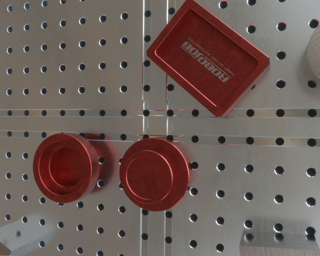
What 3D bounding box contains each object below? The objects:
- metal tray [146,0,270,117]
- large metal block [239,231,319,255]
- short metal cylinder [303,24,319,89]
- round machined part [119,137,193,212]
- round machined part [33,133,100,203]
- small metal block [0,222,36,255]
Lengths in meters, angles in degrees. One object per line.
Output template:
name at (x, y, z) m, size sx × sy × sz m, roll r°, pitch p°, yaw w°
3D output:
metal tray at (0.058, -0.086, 0.389) m, size 0.130 × 0.030 × 0.090 m, roll 43°, pitch 103°, yaw 14°
large metal block at (0.136, 0.167, 0.351) m, size 0.080 × 0.050 × 0.080 m, roll -3°, pitch 89°, yaw 20°
short metal cylinder at (0.198, -0.078, 0.329) m, size 0.080 × 0.050 × 0.080 m, roll 0°, pitch 90°, yaw 20°
round machined part at (-0.010, 0.061, 0.407) m, size 0.098 × 0.042 × 0.097 m, roll 0°, pitch 90°, yaw 20°
round machined part at (-0.130, 0.056, 0.450) m, size 0.098 × 0.042 × 0.097 m, roll 0°, pitch 90°, yaw 20°
small metal block at (-0.233, 0.178, 0.482) m, size 0.050 × 0.050 × 0.025 m, roll 29°, pitch 100°, yaw 17°
